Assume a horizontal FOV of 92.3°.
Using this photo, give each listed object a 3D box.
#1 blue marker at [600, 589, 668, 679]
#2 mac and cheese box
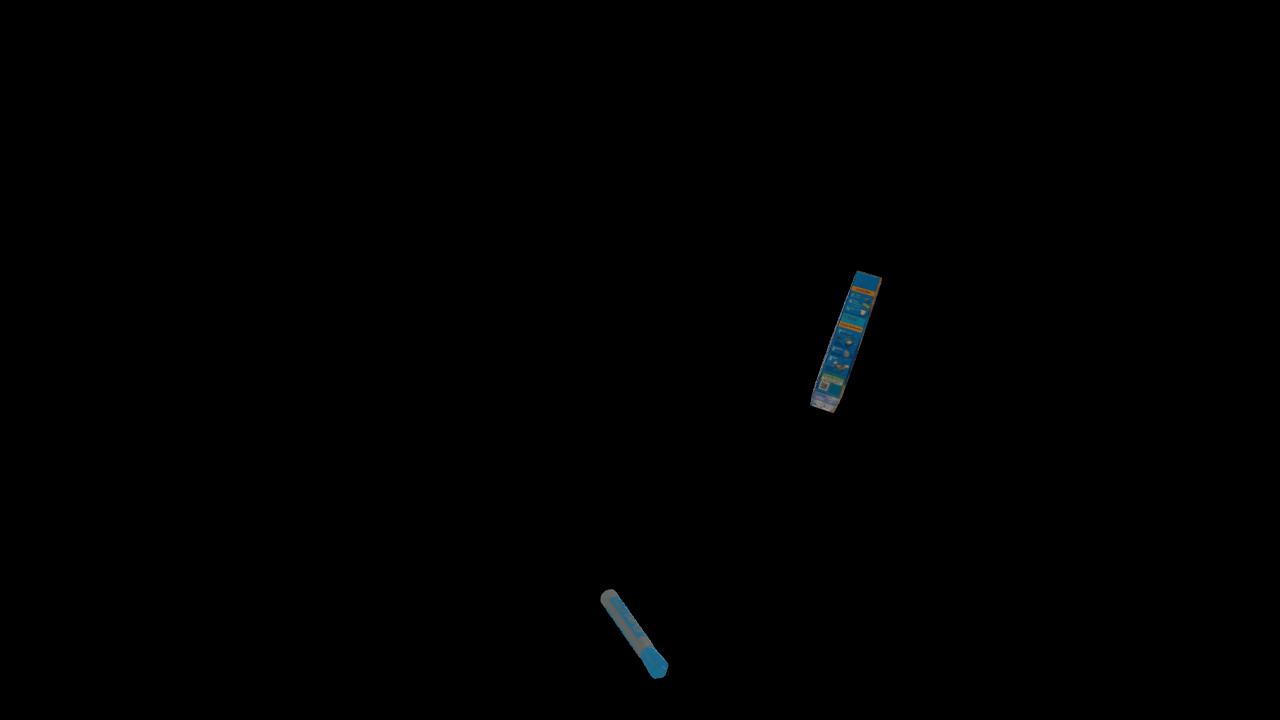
[{"bbox_3d":[-0.007,0.265,0.599,0.020,0.020,0.121,0,14,-27],"label":"blue marker"},{"bbox_3d":[0.289,-0.023,0.867,0.041,0.184,0.093,19,-12,18],"label":"mac and cheese box"}]
